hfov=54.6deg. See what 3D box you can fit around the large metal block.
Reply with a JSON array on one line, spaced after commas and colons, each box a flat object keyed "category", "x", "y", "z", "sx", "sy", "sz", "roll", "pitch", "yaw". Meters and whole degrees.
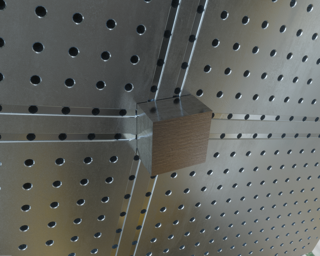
[{"category": "large metal block", "x": 0.017, "y": 0.008, "z": 0.407, "sx": 0.081, "sy": 0.050, "sz": 0.079, "roll": -12, "pitch": 124, "yaw": -22}]
